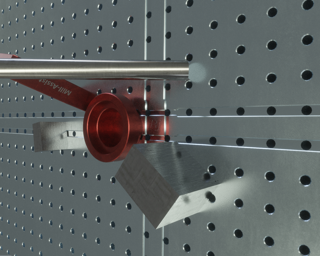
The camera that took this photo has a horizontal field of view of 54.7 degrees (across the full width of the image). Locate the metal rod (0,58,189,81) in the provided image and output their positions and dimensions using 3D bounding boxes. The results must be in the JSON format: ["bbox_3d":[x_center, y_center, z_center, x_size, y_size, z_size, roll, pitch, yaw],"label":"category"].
[{"bbox_3d":[-0.117,-0.072,0.380,0.302,0.025,0.025,0,90,-1],"label":"metal rod"}]

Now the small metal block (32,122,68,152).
[{"bbox_3d":[-0.194,0.016,0.550,0.025,0.050,0.050,-12,83,39],"label":"small metal block"}]

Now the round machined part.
[{"bbox_3d":[-0.065,-0.001,0.449,0.098,0.042,0.097,0,90,39],"label":"round machined part"}]

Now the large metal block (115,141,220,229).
[{"bbox_3d":[0.009,0.062,0.365,0.080,0.081,0.050,45,117,30],"label":"large metal block"}]

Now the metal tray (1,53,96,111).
[{"bbox_3d":[-0.173,-0.067,0.468,0.090,0.131,0.030,19,85,51],"label":"metal tray"}]
